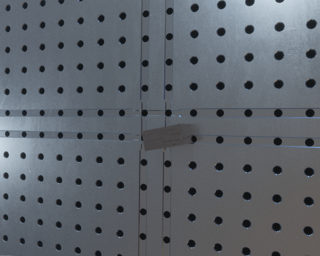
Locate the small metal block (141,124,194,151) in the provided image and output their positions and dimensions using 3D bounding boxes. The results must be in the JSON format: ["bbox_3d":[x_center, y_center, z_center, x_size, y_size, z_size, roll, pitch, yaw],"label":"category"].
[{"bbox_3d":[0.011,0.012,0.395,0.050,0.050,0.025,-11,86,19],"label":"small metal block"}]
